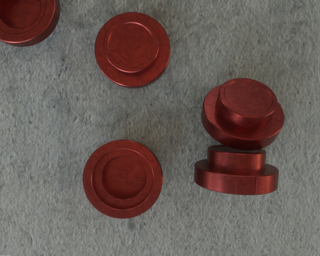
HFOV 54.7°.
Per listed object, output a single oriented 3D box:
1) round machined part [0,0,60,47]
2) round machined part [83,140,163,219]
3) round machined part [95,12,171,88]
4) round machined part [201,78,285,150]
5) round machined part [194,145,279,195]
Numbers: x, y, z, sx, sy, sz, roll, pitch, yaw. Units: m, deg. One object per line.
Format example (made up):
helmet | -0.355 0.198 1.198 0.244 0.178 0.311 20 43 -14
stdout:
round machined part | -0.178 -0.153 0.399 0.099 0.042 0.097 0 90 -1
round machined part | -0.046 0.063 0.401 0.099 0.042 0.097 0 90 -1
round machined part | -0.035 -0.102 0.401 0.099 0.042 0.097 0 90 -1
round machined part | 0.102 -0.024 0.377 0.099 0.042 0.098 2 49 -2
round machined part | 0.091 0.045 0.373 0.099 0.098 0.042 2 96 -1
